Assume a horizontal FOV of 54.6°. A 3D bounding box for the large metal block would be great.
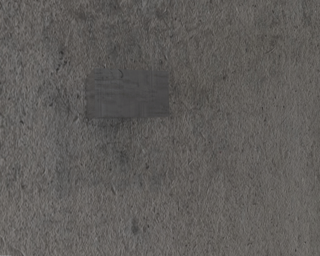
[{"bbox_3d":[-0.042,-0.037,0.364,0.081,0.080,0.050,-1,91,-20],"label":"large metal block"}]
